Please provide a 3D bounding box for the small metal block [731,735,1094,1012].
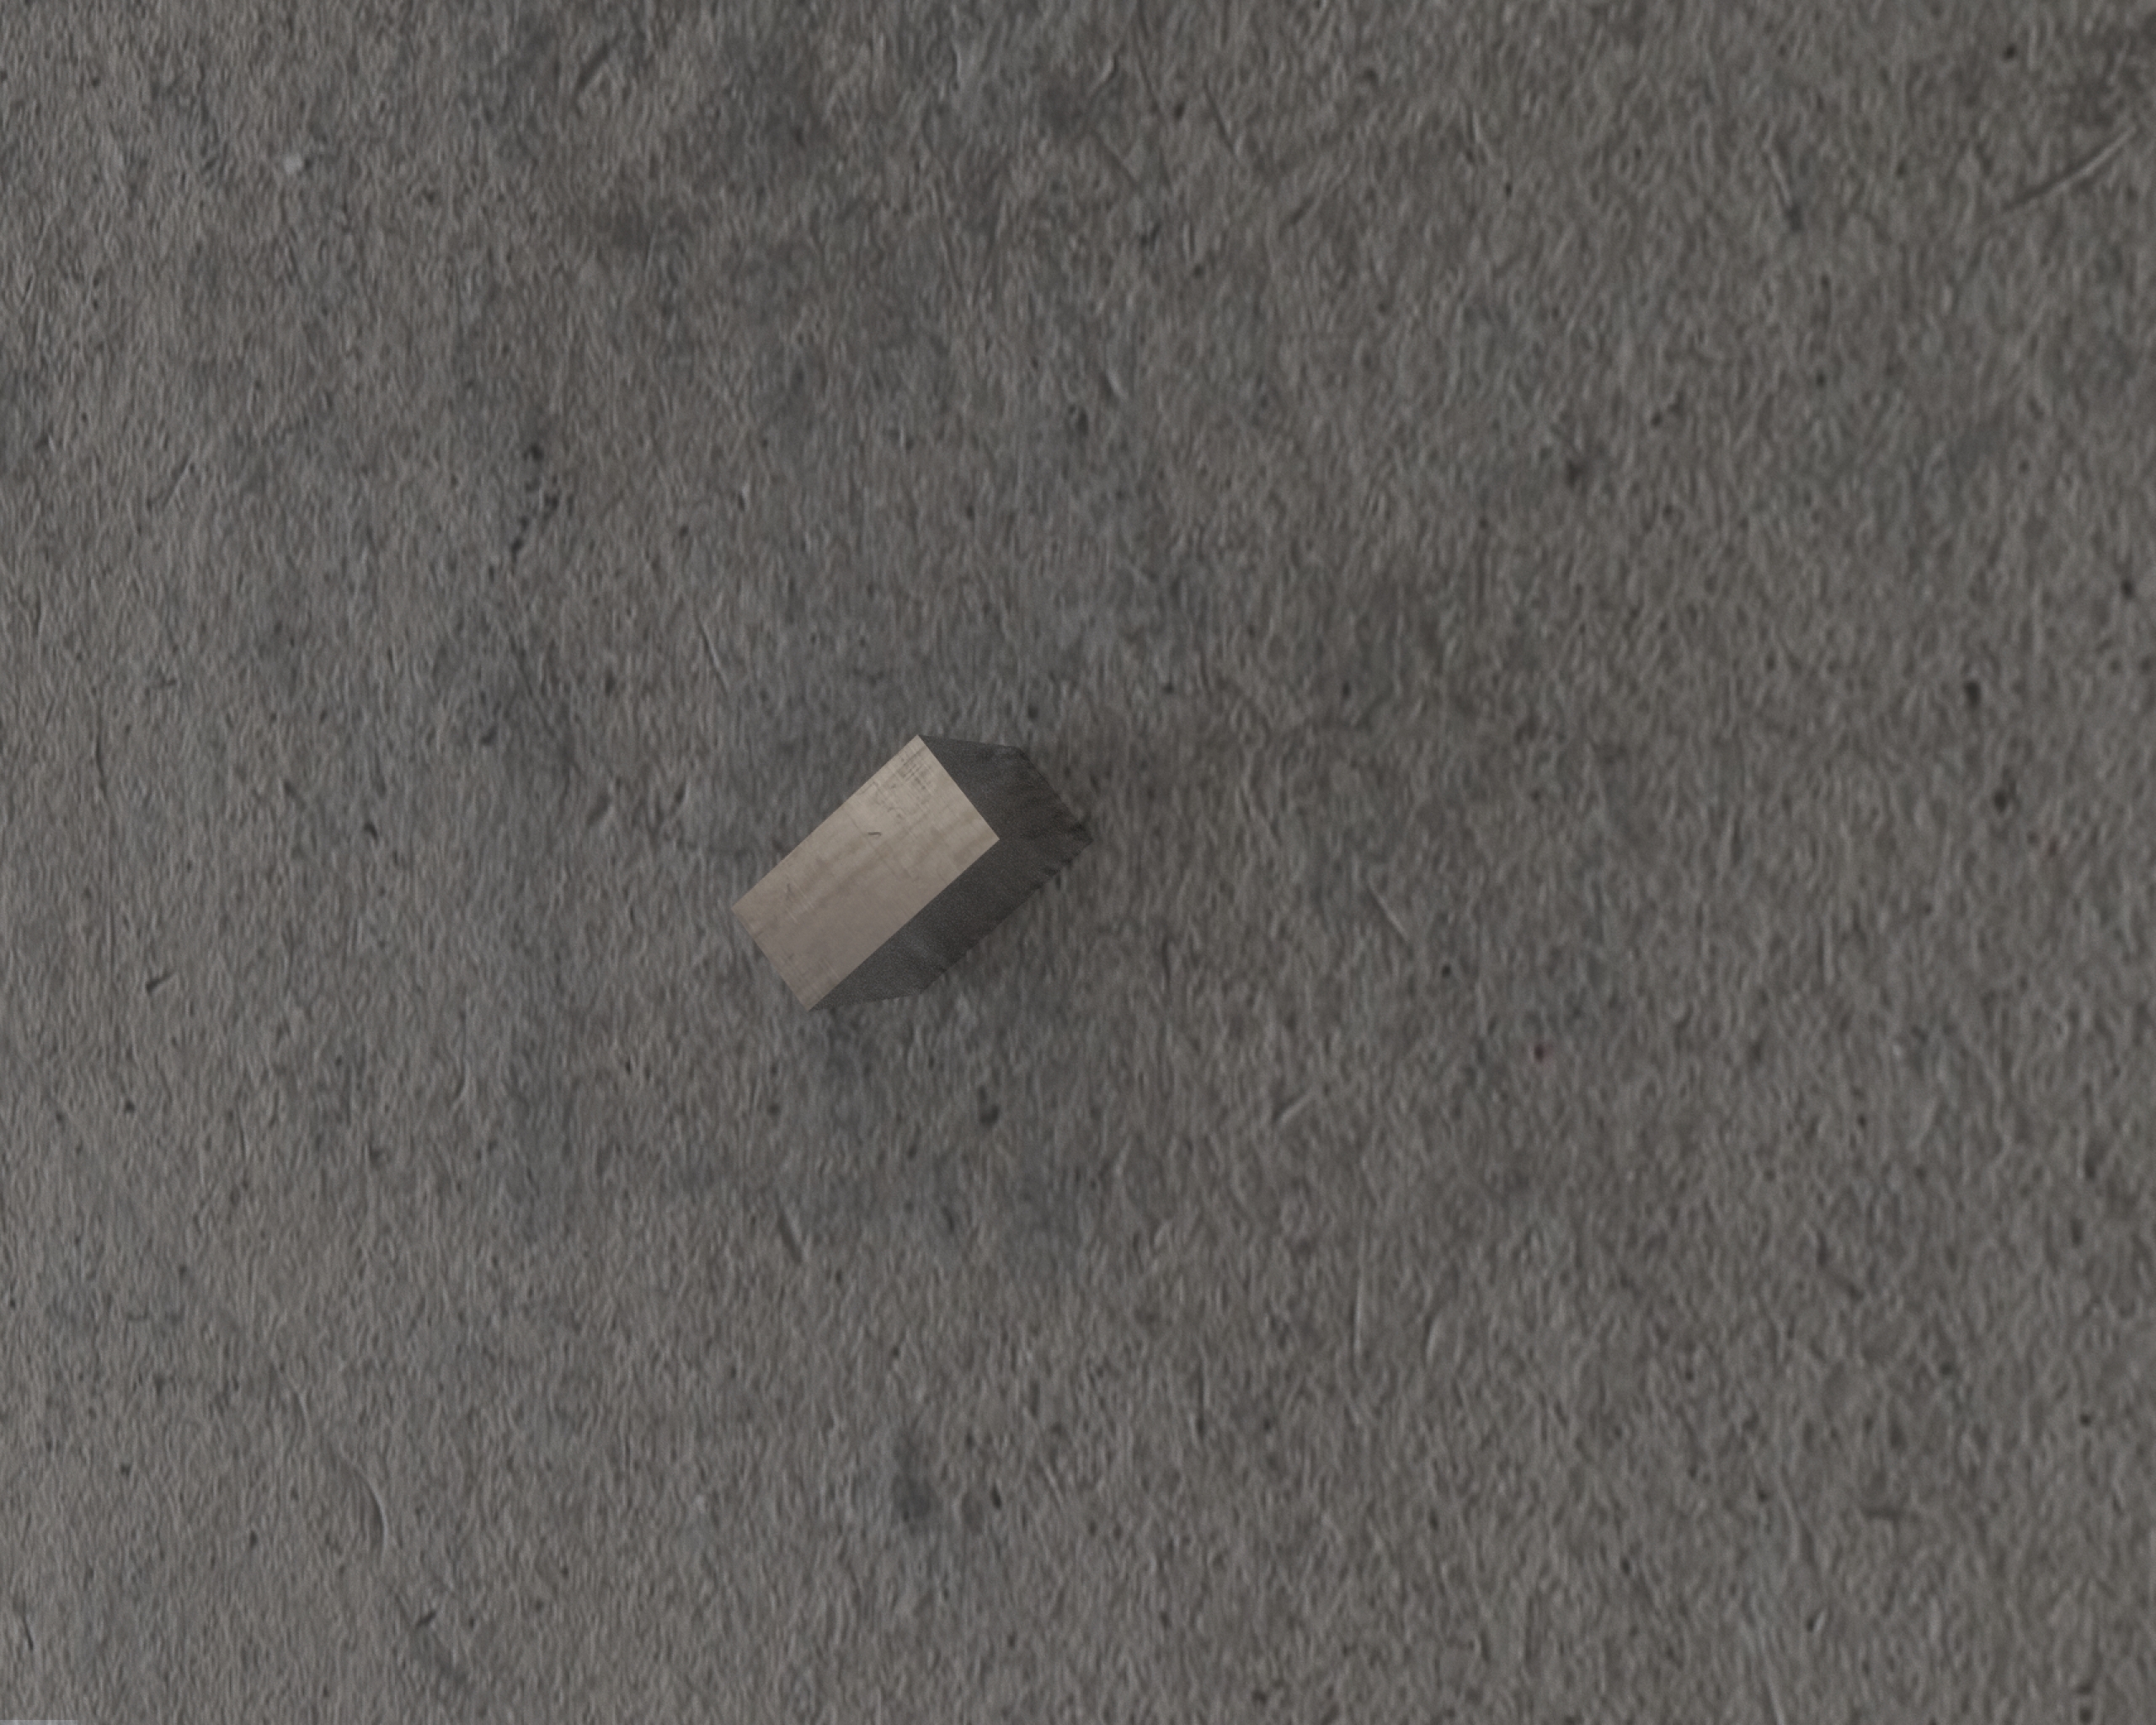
[{"bbox_3d":[-0.031,0.002,0.407,0.050,0.050,0.025,-42,77,15],"label":"small metal block"}]
